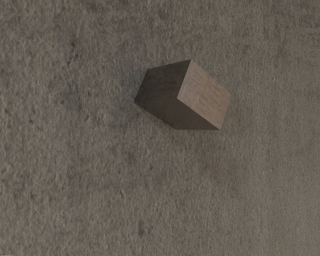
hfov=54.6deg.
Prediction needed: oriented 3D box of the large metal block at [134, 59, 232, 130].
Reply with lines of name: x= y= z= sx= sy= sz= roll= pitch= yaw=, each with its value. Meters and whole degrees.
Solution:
large metal block: x=0.029 y=-0.037 z=0.392 sx=0.080 sy=0.080 sz=0.050 roll=32 pitch=70 yaw=-35
